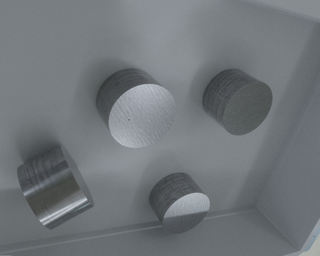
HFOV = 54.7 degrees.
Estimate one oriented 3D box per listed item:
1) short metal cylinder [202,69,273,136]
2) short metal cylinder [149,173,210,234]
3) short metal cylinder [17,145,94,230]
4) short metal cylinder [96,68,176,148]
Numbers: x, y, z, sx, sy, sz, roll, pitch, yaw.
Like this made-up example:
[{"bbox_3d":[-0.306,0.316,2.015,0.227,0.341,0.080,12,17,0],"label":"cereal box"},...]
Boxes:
[{"bbox_3d":[0.107,-0.036,0.431,0.081,0.050,0.079,-14,125,-21],"label":"short metal cylinder"},{"bbox_3d":[0.030,0.117,0.483,0.081,0.050,0.079,-14,125,-21],"label":"short metal cylinder"},{"bbox_3d":[-0.116,0.066,0.351,0.050,0.080,0.080,-28,128,-11],"label":"short metal cylinder"},{"bbox_3d":[-0.029,-0.024,0.364,0.081,0.050,0.079,-14,125,-21],"label":"short metal cylinder"}]
